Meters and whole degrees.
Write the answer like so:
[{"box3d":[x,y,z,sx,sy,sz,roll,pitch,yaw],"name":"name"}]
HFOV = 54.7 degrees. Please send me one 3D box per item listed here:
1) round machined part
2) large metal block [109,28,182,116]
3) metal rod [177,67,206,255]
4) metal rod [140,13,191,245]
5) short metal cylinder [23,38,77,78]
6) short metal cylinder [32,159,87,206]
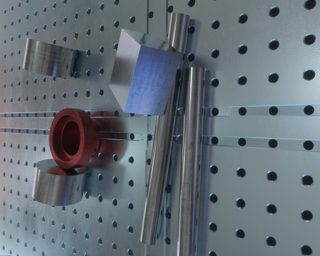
[{"box3d":[-0.137,0.017,0.510,0.098,0.042,0.097,-2,86,39],"name":"round machined part"},{"box3d":[-0.022,-0.070,0.387,0.080,0.050,0.079,54,133,53],"name":"large metal block"},{"box3d":[0.037,0.077,0.379,0.025,0.025,0.298,4,93,40],"name":"metal rod"},{"box3d":[0.006,0.006,0.404,0.025,0.025,0.298,13,98,39],"name":"metal rod"},{"box3d":[-0.187,-0.119,0.529,0.080,0.081,0.050,23,104,38],"name":"short metal cylinder"},{"box3d":[-0.165,0.087,0.510,0.080,0.081,0.050,19,102,38],"name":"short metal cylinder"}]
